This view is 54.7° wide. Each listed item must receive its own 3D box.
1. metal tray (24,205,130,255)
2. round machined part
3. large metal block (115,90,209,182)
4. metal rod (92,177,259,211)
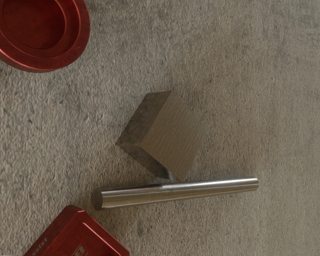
[{"bbox_3d":[-0.101,0.158,0.316,0.130,0.030,0.090,-52,120,-27],"label":"metal tray"},{"bbox_3d":[-0.120,-0.101,0.293,0.099,0.042,0.097,0,90,-40],"label":"round machined part"},{"bbox_3d":[0.005,0.011,0.393,0.080,0.050,0.080,44,64,-31],"label":"large metal block"},{"bbox_3d":[0.046,0.088,0.442,0.302,0.025,0.025,4,88,-40],"label":"metal rod"}]
